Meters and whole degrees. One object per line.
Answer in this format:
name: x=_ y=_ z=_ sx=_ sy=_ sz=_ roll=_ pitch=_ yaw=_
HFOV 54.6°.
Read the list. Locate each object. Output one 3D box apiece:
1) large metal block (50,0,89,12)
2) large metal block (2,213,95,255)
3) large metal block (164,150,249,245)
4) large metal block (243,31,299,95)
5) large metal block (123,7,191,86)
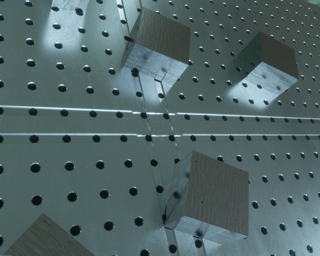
large metal block: x=-0.130 y=-0.227 z=0.442 sx=0.050 sy=0.080 sz=0.080 roll=-5 pitch=64 yaw=-30
large metal block: x=-0.099 y=0.133 z=0.258 sx=0.080 sy=0.050 sz=0.080 roll=40 pitch=51 yaw=-1
large metal block: x=0.057 y=0.084 z=0.371 sx=0.080 sy=0.050 sz=0.080 roll=22 pitch=54 yaw=-15
large metal block: x=0.202 y=-0.119 z=0.572 sx=0.080 sy=0.050 sz=0.080 roll=21 pitch=54 yaw=-16
large metal block: x=-0.003 y=-0.122 z=0.464 sx=0.080 sy=0.050 sz=0.080 roll=18 pitch=55 yaw=-18
